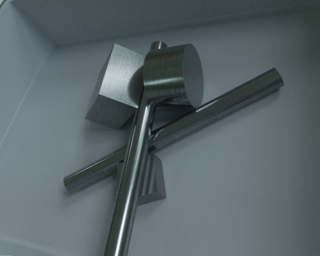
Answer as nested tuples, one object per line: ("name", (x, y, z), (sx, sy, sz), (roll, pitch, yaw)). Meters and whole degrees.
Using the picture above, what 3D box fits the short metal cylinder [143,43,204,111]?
("short metal cylinder", (0.019, -0.063, 0.395), (0.050, 0.080, 0.080), (-3, 60, 25))

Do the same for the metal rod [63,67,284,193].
("metal rod", (0.009, 0.008, 0.392), (0.301, 0.025, 0.025), (-28, 53, 10))

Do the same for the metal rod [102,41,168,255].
("metal rod", (-0.025, 0.014, 0.373), (0.025, 0.025, 0.300), (-4, 58, 25))

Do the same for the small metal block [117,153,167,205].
("small metal block", (-0.023, 0.064, 0.376), (0.050, 0.025, 0.050), (-19, 54, 16))

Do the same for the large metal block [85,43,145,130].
("large metal block", (-0.060, -0.053, 0.425), (0.080, 0.050, 0.080), (-40, 34, 57))
